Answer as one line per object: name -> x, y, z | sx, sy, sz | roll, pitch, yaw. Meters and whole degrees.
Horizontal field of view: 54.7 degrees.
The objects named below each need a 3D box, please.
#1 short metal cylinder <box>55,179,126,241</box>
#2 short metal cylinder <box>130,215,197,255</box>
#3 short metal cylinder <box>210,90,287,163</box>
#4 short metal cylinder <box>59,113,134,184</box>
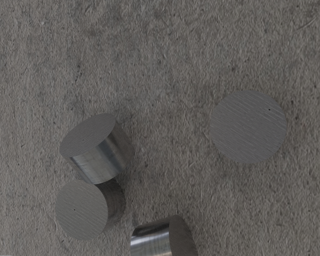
short metal cylinder -> -0.095, 0.107, 0.429 | 0.080, 0.050, 0.080 | 0, 90, 20
short metal cylinder -> 0.007, 0.152, 0.377 | 0.050, 0.080, 0.080 | -22, 83, 19
short metal cylinder -> 0.103, -0.001, 0.359 | 0.080, 0.050, 0.080 | 0, 90, 20
short metal cylinder -> -0.081, 0.026, 0.401 | 0.080, 0.080, 0.050 | -17, 124, 19
